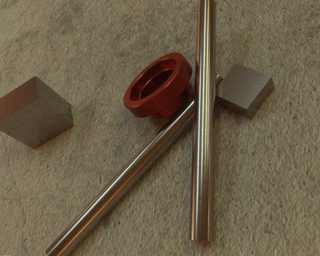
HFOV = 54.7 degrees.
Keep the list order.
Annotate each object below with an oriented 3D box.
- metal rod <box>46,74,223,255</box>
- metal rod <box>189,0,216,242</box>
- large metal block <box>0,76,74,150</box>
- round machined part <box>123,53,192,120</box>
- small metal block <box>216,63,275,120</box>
[{"bbox_3d":[-0.026,0.046,0.387,0.300,0.025,0.025,-47,52,-5],"label":"metal rod"},{"bbox_3d":[0.052,-0.026,0.364,0.025,0.025,0.299,-6,67,25],"label":"metal rod"},{"bbox_3d":[-0.195,-0.021,0.481,0.080,0.080,0.050,-29,52,9],"label":"large metal block"},{"bbox_3d":[0.002,-0.050,0.407,0.098,0.042,0.098,-31,31,22],"label":"round machined part"},{"bbox_3d":[0.102,-0.045,0.378,0.050,0.025,0.050,32,79,37],"label":"small metal block"}]
